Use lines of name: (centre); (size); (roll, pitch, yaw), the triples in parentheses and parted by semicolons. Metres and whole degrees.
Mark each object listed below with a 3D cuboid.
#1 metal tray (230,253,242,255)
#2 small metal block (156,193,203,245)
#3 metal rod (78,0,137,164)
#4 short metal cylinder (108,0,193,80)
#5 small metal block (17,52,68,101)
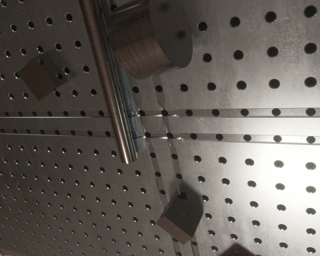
metal tray: (0.123, 0.267, 0.507); (0.090, 0.030, 0.129); (34, 129, 5)
small metal block: (0.030, 0.135, 0.461); (0.050, 0.050, 0.025); (38, 129, 2)
metal rod: (-0.070, -0.085, 0.393); (0.025, 0.025, 0.298); (4, 120, 26)
short metal cylinder: (-0.008, -0.095, 0.320); (0.050, 0.080, 0.080); (-11, 113, 32)
small metal block: (-0.172, -0.075, 0.453); (0.050, 0.025, 0.050); (-24, 106, 36)
